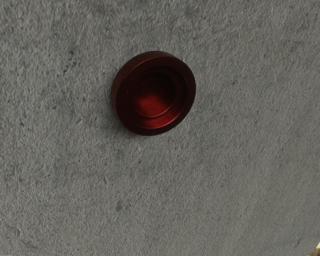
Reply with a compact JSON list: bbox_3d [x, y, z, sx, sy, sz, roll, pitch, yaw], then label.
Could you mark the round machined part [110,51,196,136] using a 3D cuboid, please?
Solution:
[{"bbox_3d":[-0.011,-0.043,0.363,0.099,0.042,0.097,-14,124,-21],"label":"round machined part"}]
